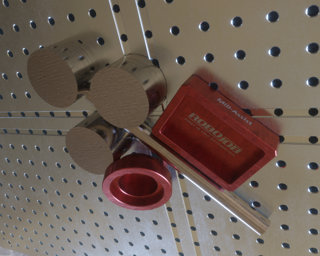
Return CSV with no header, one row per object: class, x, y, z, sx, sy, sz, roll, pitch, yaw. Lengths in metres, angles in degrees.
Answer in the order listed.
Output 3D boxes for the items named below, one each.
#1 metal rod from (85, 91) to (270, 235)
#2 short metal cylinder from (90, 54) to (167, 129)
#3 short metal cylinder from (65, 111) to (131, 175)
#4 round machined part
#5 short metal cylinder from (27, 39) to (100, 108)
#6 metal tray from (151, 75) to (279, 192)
metal rod,0.023,0.043,0.426,0.300,0.025,0.025,38,129,2
short metal cylinder,-0.039,-0.046,0.386,0.080,0.050,0.079,13,124,21
short metal cylinder,-0.090,0.021,0.455,0.080,0.050,0.079,13,124,21
round machined part,-0.031,0.074,0.449,0.099,0.042,0.097,2,132,2
short metal cylinder,-0.129,-0.074,0.418,0.080,0.050,0.079,13,124,21
metal tray,0.064,0.009,0.379,0.130,0.030,0.089,37,130,3
